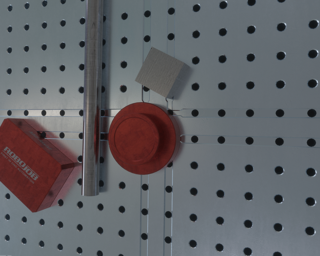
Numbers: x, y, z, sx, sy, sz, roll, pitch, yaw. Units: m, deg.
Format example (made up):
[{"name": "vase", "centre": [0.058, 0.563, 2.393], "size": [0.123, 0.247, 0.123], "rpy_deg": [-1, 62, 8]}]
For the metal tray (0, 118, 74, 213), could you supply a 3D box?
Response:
[{"name": "metal tray", "centre": [-0.208, 0.055, 0.483], "size": [0.130, 0.030, 0.090], "rpy_deg": [36, 101, 16]}]

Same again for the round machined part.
[{"name": "round machined part", "centre": [-0.026, 0.014, 0.413], "size": [0.098, 0.042, 0.097], "rpy_deg": [0, 90, 19]}]

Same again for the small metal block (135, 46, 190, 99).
[{"name": "small metal block", "centre": [0.003, -0.072, 0.412], "size": [0.050, 0.025, 0.050], "rpy_deg": [31, 100, 17]}]

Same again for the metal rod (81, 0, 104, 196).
[{"name": "metal rod", "centre": [-0.097, -0.053, 0.446], "size": [0.025, 0.025, 0.298], "rpy_deg": [2, 91, 20]}]
